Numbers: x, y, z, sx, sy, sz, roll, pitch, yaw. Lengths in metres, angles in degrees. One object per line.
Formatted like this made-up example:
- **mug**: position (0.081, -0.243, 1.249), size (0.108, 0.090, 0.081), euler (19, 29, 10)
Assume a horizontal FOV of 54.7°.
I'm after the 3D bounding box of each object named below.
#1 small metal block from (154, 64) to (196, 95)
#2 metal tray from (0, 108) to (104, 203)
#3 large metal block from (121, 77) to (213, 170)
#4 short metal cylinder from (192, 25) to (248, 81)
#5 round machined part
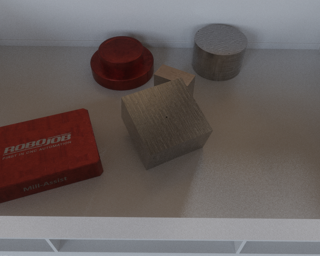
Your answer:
- **small metal block**: position (0.020, -0.056, 0.436), size (0.050, 0.050, 0.025), euler (23, 53, 18)
- **metal tray**: position (-0.143, 0.030, 0.375), size (0.131, 0.030, 0.090), euler (-14, 52, -12)
- **large metal block**: position (0.005, -0.006, 0.382), size (0.081, 0.050, 0.080), euler (-21, 67, -17)
- **short metal cylinder**: position (0.093, -0.120, 0.491), size (0.081, 0.050, 0.080), euler (0, 50, 0)
- **round machined part**: position (-0.059, -0.107, 0.483), size (0.099, 0.042, 0.098), euler (0, 50, 0)
